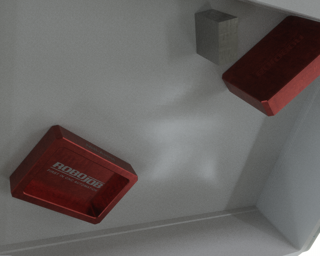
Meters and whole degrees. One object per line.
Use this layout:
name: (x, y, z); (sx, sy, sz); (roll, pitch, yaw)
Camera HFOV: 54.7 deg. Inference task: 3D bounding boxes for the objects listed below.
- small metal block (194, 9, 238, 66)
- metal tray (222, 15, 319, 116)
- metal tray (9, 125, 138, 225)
small metal block: (0.066, -0.107, 0.364); (0.025, 0.050, 0.050); (-20, 127, -17)
metal tray: (0.158, -0.084, 0.402); (0.130, 0.090, 0.030); (-42, 130, 0)
metal tray: (-0.103, 0.064, 0.389); (0.090, 0.030, 0.130); (-49, 129, 6)
